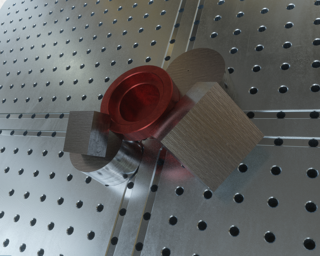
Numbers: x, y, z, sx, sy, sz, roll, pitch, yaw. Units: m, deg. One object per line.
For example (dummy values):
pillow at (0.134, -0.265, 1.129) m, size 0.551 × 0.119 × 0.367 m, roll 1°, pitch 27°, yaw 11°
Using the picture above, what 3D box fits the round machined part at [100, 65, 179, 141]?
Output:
round machined part at (-0.022, -0.027, 0.387) m, size 0.098 × 0.042 × 0.098 m, roll -13°, pitch 56°, yaw 21°

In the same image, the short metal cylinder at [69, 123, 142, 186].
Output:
short metal cylinder at (-0.071, 0.030, 0.411) m, size 0.080 × 0.050 × 0.080 m, roll -13°, pitch 56°, yaw 21°

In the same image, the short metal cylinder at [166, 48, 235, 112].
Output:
short metal cylinder at (0.051, -0.056, 0.399) m, size 0.080 × 0.050 × 0.080 m, roll -13°, pitch 56°, yaw 21°

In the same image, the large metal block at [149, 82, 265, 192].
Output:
large metal block at (0.049, 0.007, 0.334) m, size 0.080 × 0.080 × 0.050 m, roll -47°, pitch 17°, yaw -5°

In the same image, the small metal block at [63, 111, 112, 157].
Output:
small metal block at (-0.087, 0.007, 0.370) m, size 0.050 × 0.025 × 0.050 m, roll 2°, pitch 81°, yaw 42°
